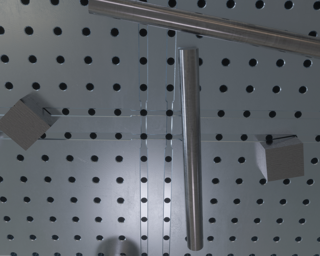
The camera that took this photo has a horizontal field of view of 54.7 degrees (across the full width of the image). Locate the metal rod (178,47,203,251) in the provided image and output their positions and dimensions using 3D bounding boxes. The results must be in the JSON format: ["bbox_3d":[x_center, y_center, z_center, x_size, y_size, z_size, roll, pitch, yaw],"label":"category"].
[{"bbox_3d":[0.045,0.043,0.429,0.025,0.025,0.298,-4,110,1],"label":"metal rod"}]

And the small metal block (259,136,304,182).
[{"bbox_3d":[0.169,0.043,0.431,0.050,0.025,0.050,-10,110,3],"label":"small metal block"}]

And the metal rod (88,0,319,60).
[{"bbox_3d":[0.068,-0.119,0.369,0.302,0.025,0.025,10,110,-4],"label":"metal rod"}]

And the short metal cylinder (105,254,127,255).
[{"bbox_3d":[-0.072,0.250,0.491,0.081,0.050,0.079,0,110,0],"label":"short metal cylinder"}]

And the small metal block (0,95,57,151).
[{"bbox_3d":[-0.176,-0.007,0.409,0.050,0.025,0.050,-41,105,13],"label":"small metal block"}]
